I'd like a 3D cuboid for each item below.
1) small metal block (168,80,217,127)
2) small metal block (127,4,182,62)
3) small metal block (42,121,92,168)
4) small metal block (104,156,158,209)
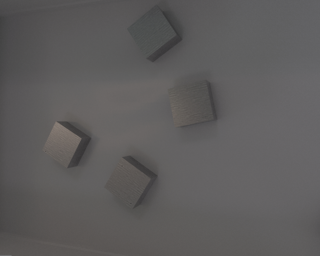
[{"bbox_3d":[0.042,-0.030,0.396,0.050,0.025,0.050,-12,86,19],"label":"small metal block"},{"bbox_3d":[-0.007,-0.125,0.413,0.050,0.025,0.050,-34,79,16],"label":"small metal block"},{"bbox_3d":[-0.138,0.024,0.459,0.050,0.025,0.050,31,100,17],"label":"small metal block"},{"bbox_3d":[-0.040,0.073,0.424,0.050,0.025,0.050,34,101,16],"label":"small metal block"}]
